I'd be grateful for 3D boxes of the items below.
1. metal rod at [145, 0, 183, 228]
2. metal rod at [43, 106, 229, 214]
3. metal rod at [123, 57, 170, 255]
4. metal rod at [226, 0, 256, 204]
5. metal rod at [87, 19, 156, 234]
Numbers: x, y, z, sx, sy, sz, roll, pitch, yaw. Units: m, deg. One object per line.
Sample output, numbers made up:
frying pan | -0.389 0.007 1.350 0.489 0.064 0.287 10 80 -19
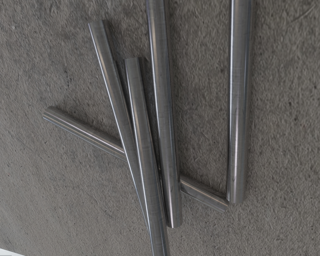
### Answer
metal rod | 0.008 -0.004 0.380 0.025 0.025 0.298 6 115 25
metal rod | -0.041 0.041 0.454 0.301 0.025 0.025 26 128 11
metal rod | -0.013 0.060 0.404 0.025 0.025 0.298 -1 104 28
metal rod | 0.086 -0.038 0.337 0.025 0.025 0.298 8 122 24
metal rod | -0.040 0.012 0.411 0.025 0.025 0.298 -4 109 30
